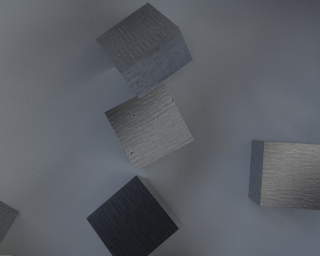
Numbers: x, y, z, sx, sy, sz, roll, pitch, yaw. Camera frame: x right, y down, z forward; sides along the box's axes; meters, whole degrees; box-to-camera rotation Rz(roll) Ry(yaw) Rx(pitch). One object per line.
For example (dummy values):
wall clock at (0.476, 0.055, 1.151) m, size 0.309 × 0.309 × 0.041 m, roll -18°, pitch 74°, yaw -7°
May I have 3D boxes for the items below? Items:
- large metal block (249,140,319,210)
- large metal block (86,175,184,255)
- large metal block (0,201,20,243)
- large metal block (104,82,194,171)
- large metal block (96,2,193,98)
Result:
large metal block at (0.164, 0.058, 0.401) m, size 0.081 × 0.050 × 0.079 m, roll 3°, pitch 90°, yaw -1°
large metal block at (-0.029, 0.118, 0.388) m, size 0.080 × 0.050 × 0.080 m, roll -41°, pitch 74°, yaw -1°
large metal block at (-0.238, 0.116, 0.381) m, size 0.080 × 0.080 × 0.050 m, roll 31°, pitch 90°, yaw -1°
large metal block at (-0.013, -0.002, 0.399) m, size 0.080 × 0.050 × 0.080 m, roll -28°, pitch 90°, yaw 0°
large metal block at (-0.020, -0.096, 0.378) m, size 0.080 × 0.050 × 0.080 m, roll -36°, pitch 48°, yaw 0°
